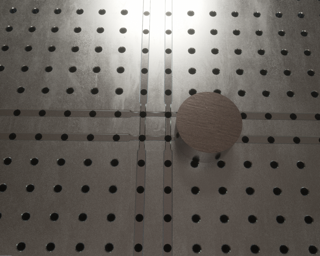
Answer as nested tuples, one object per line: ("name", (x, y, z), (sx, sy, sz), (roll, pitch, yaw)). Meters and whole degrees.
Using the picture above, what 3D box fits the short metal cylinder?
("short metal cylinder", (0.060, 0.000, 0.399), (0.081, 0.050, 0.080), (0, 70, 0))
